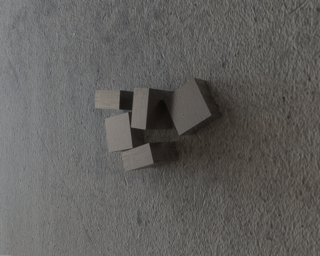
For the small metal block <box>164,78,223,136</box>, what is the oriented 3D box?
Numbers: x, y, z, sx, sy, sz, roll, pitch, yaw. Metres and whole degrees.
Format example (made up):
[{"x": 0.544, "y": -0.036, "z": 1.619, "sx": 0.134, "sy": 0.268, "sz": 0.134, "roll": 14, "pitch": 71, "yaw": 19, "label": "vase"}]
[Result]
[{"x": 0.039, "y": -0.025, "z": 0.373, "sx": 0.050, "sy": 0.025, "sz": 0.050, "roll": -35, "pitch": 69, "yaw": 34, "label": "small metal block"}]

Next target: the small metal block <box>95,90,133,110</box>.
[{"x": -0.055, "y": -0.038, "z": 0.434, "sx": 0.050, "sy": 0.050, "sz": 0.025, "roll": 6, "pitch": 94, "yaw": 40, "label": "small metal block"}]

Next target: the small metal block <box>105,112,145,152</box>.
[{"x": -0.051, "y": 0.007, "z": 0.447, "sx": 0.050, "sy": 0.025, "sz": 0.050, "roll": -12, "pitch": 82, "yaw": 39, "label": "small metal block"}]

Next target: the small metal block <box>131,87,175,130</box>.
[{"x": -0.008, "y": -0.024, "z": 0.396, "sx": 0.025, "sy": 0.050, "sz": 0.050, "roll": 8, "pitch": 96, "yaw": 40, "label": "small metal block"}]

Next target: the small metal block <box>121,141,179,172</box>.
[{"x": -0.012, "y": 0.036, "z": 0.399, "sx": 0.050, "sy": 0.050, "sz": 0.025, "roll": -21, "pitch": 77, "yaw": 38, "label": "small metal block"}]
